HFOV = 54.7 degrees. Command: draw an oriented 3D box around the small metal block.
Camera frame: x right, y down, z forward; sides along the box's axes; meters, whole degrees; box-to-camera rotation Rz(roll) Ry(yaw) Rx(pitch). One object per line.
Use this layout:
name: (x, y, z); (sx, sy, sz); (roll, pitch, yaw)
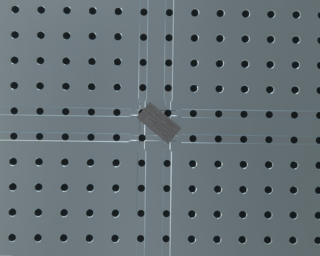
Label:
small metal block: (-0.001, -0.006, 0.401); (0.050, 0.050, 0.025); (40, 90, -1)
